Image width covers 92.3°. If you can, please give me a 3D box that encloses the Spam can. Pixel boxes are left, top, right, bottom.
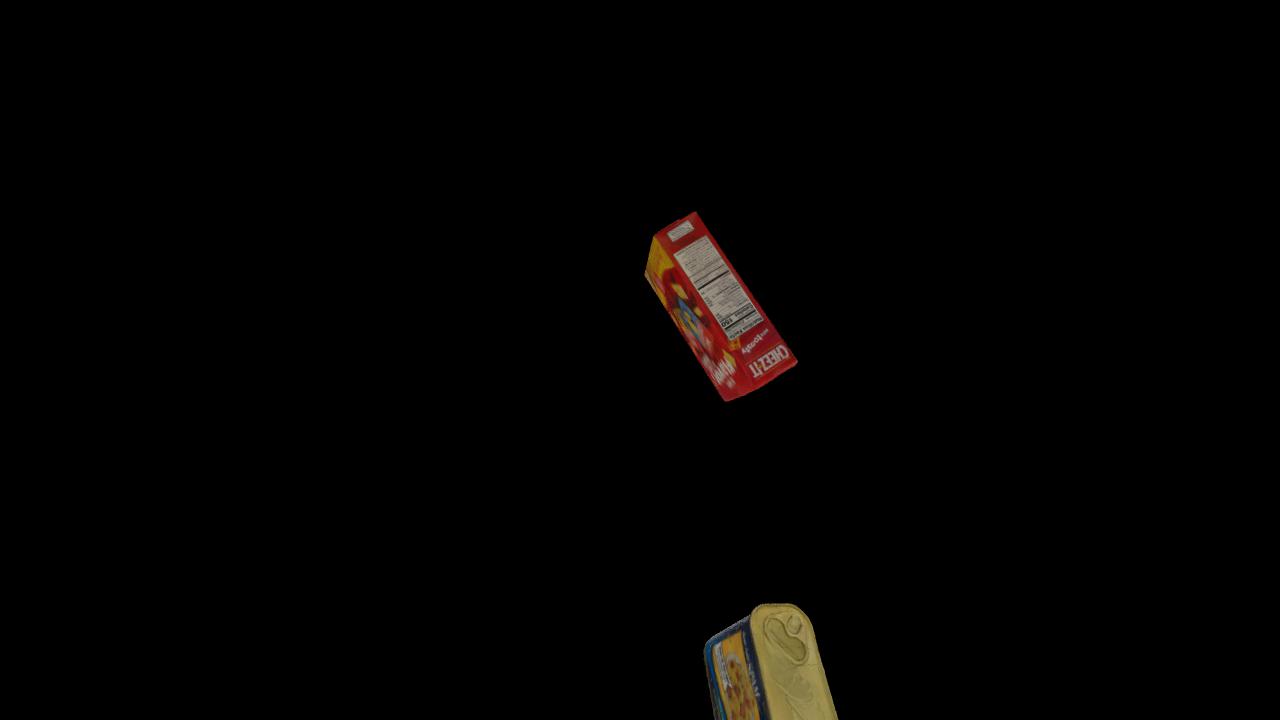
[{"bbox_3d":[0.096,0.254,0.477,0.058,0.101,0.085,10,-41,-22],"label":"Spam can"}]

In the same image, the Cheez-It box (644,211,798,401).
[{"bbox_3d":[0.094,-0.060,0.798,0.071,0.223,0.166,-31,-6,-8],"label":"Cheez-It box"}]
